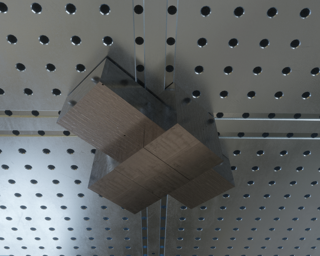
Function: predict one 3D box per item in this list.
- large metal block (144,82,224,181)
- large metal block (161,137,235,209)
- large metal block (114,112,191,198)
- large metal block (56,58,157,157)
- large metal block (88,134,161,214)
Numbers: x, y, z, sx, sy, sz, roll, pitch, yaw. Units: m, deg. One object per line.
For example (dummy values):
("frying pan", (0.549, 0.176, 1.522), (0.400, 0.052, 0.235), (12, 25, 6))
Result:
("large metal block", (0.028, 0.004, 0.380), (0.050, 0.080, 0.080), (-37, 122, 26))
("large metal block", (0.049, 0.064, 0.451), (0.080, 0.050, 0.080), (-36, 122, 27))
("large metal block", (-0.009, 0.031, 0.402), (0.050, 0.080, 0.080), (-37, 122, 26))
("large metal block", (-0.061, -0.022, 0.372), (0.080, 0.050, 0.080), (-37, 122, 28))
("large metal block", (-0.045, 0.058, 0.425), (0.050, 0.080, 0.080), (-37, 122, 26))
